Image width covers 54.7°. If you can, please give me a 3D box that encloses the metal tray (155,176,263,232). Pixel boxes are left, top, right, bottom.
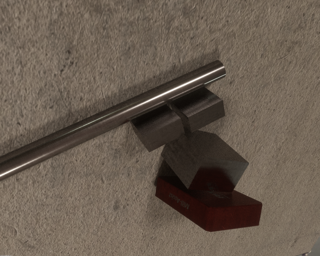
[{"bbox_3d":[0.064,0.100,0.436,0.091,0.130,0.030,5,96,-31],"label":"metal tray"}]

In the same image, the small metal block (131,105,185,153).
[{"bbox_3d":[-0.005,-0.003,0.388,0.050,0.050,0.025,-27,128,-12],"label":"small metal block"}]

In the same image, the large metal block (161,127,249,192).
[{"bbox_3d":[0.061,0.043,0.433,0.081,0.080,0.050,12,112,-34],"label":"large metal block"}]

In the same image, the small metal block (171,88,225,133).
[{"bbox_3d":[0.048,-0.026,0.403,0.050,0.050,0.025,-27,128,-12],"label":"small metal block"}]

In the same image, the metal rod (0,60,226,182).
[{"bbox_3d":[-0.054,-0.013,0.370,0.302,0.025,0.025,-26,128,-13],"label":"metal rod"}]
